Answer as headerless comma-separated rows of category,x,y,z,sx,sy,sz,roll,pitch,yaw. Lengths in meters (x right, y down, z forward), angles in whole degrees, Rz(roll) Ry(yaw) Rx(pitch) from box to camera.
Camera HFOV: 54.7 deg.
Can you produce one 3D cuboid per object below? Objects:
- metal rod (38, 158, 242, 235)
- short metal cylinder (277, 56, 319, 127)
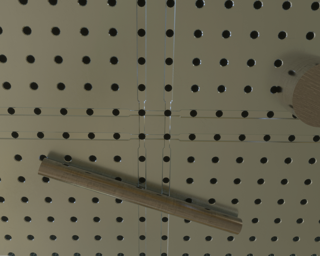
metal rod,-0.023,0.101,0.450,0.302,0.025,0.025,19,109,-8
short metal cylinder,0.195,-0.047,0.386,0.081,0.050,0.079,0,110,-1
